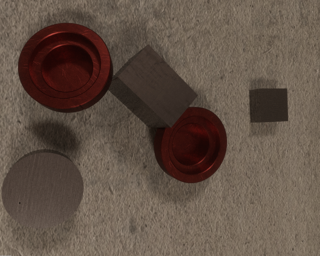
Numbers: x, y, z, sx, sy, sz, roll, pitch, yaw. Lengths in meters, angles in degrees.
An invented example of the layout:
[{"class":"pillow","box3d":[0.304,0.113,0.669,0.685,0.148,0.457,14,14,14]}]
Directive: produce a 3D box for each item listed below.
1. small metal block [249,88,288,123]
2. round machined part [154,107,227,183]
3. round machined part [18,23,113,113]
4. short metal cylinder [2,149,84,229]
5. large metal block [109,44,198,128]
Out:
[{"class":"small metal block","box3d":[0.166,-0.034,0.472,0.050,0.025,0.050,-3,91,-20]},{"class":"round machined part","box3d":[0.036,0.020,0.411,0.099,0.042,0.097,-3,96,-25]},{"class":"round machined part","box3d":[-0.102,-0.064,0.351,0.099,0.042,0.097,0,79,-2]},{"class":"short metal cylinder","box3d":[-0.130,0.065,0.348,0.081,0.050,0.079,0,90,-21]},{"class":"large metal block","box3d":[-0.014,-0.046,0.375,0.080,0.080,0.050,43,76,-15]}]
